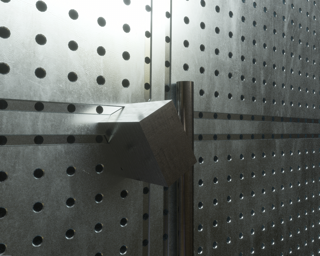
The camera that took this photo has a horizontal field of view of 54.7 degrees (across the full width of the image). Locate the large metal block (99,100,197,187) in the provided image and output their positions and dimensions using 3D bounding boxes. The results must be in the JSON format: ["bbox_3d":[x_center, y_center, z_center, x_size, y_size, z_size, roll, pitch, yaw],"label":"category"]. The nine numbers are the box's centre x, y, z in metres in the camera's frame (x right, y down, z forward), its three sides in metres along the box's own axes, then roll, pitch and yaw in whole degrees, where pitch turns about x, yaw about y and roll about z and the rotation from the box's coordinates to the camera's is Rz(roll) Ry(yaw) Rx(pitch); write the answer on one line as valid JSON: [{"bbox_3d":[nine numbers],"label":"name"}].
[{"bbox_3d":[-0.015,0.016,0.361,0.050,0.080,0.080,-36,113,-34],"label":"large metal block"}]

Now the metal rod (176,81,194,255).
[{"bbox_3d":[0.036,0.084,0.439,0.025,0.025,0.298,0,90,-40],"label":"metal rod"}]
